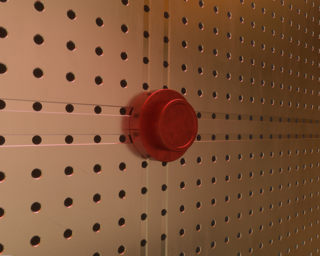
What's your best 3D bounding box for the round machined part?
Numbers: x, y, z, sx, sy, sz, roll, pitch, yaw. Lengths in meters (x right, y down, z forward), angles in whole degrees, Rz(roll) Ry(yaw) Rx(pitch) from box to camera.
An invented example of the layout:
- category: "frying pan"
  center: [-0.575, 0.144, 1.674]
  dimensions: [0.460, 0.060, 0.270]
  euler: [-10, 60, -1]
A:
- category: "round machined part"
  center: [0.012, -0.003, 0.410]
  dimensions: [0.099, 0.042, 0.097]
  euler: [0, 90, -40]
